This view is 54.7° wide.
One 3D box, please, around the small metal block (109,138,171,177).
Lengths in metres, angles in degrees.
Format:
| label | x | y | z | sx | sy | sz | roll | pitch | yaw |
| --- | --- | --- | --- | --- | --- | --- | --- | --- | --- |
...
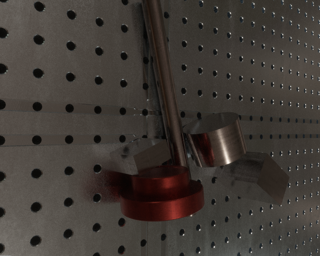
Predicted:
| label | x | y | z | sx | sy | sz | roll | pitch | yaw |
| --- | --- | --- | --- | --- | --- | --- | --- | --- | --- |
| small metal block | -0.024 | 0.033 | 0.375 | 0.050 | 0.050 | 0.025 | -26 | 107 | -37 |

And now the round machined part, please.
| label | x | y | z | sx | sy | sz | roll | pitch | yaw |
| --- | --- | --- | --- | --- | --- | --- | --- | --- | --- |
| round machined part | 0.002 | 0.071 | 0.365 | 0.099 | 0.098 | 0.042 | -9 | 96 | -40 |

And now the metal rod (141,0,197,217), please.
| label | x | y | z | sx | sy | sz | roll | pitch | yaw |
| --- | --- | --- | --- | --- | --- | --- | --- | --- | --- |
| metal rod | 0.014 | -0.022 | 0.423 | 0.025 | 0.025 | 0.298 | -18 | 102 | -39 |

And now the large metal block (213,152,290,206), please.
| label | x | y | z | sx | sy | sz | roll | pitch | yaw |
| --- | --- | --- | --- | --- | --- | --- | --- | --- | --- |
| large metal block | 0.148 | 0.079 | 0.500 | 0.080 | 0.080 | 0.050 | 40 | 66 | -33 |

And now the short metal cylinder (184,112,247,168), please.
| label | x | y | z | sx | sy | sz | roll | pitch | yaw |
| --- | --- | --- | --- | --- | --- | --- | --- | --- | --- |
| short metal cylinder | 0.078 | 0.015 | 0.441 | 0.081 | 0.080 | 0.050 | -30 | 109 | -36 |
